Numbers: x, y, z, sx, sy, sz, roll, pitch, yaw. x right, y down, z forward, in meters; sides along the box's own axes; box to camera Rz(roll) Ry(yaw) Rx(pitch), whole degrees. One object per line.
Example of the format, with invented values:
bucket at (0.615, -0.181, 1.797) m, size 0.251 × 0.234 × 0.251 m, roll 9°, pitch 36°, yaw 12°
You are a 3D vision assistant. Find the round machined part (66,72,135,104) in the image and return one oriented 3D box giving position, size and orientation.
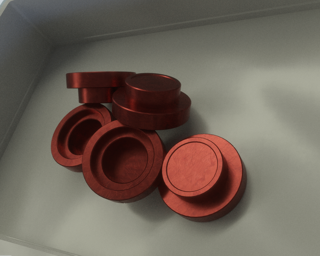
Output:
round machined part at (-0.083, -0.058, 0.447) m, size 0.098 × 0.099 × 0.042 m, roll 3°, pitch 99°, yaw 29°

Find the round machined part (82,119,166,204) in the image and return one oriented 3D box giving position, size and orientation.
round machined part at (-0.039, 0.041, 0.372) m, size 0.098 × 0.042 × 0.098 m, roll -5°, pitch 67°, yaw 12°

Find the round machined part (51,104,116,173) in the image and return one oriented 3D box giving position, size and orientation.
round machined part at (-0.098, 0.017, 0.431) m, size 0.098 × 0.042 × 0.098 m, roll -13°, pitch 56°, yaw 20°

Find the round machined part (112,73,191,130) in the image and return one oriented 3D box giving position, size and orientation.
round machined part at (-0.010, -0.039, 0.385) m, size 0.099 × 0.042 × 0.098 m, roll 4°, pitch 27°, yaw -2°

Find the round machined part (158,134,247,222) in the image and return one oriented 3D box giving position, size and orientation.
round machined part at (0.041, 0.049, 0.340) m, size 0.098 × 0.042 × 0.098 m, roll -13°, pitch 56°, yaw 20°
